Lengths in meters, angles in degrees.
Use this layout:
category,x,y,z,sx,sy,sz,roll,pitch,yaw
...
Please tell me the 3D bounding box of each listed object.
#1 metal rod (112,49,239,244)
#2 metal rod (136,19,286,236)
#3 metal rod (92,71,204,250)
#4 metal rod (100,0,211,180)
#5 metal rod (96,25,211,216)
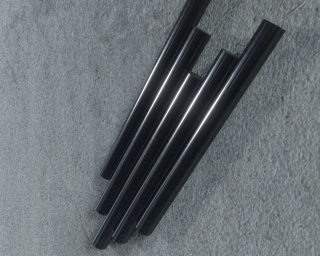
category,x,y,z,sx,sy,sz,roll,pitch,yaw
metal rod,0.010,0.039,0.396,0.025,0.025,0.298,44,116,31
metal rod,0.046,0.017,0.366,0.025,0.025,0.298,44,116,31
metal rod,-0.025,0.058,0.425,0.025,0.025,0.298,44,116,31
metal rod,-0.012,-0.049,0.414,0.025,0.025,0.298,44,116,31
metal rod,-0.019,0.005,0.420,0.025,0.025,0.298,44,116,31
